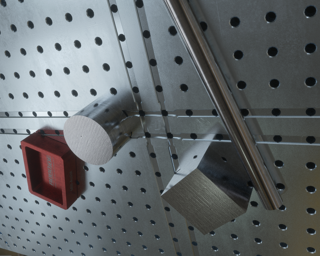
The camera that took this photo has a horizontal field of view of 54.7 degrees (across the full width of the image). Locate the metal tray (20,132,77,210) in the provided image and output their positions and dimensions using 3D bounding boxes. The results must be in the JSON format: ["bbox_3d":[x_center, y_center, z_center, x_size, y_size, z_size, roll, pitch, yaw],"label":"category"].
[{"bbox_3d":[-0.197,0.079,0.557,0.090,0.030,0.129,20,126,16],"label":"metal tray"}]

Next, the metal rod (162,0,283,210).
[{"bbox_3d":[0.074,-0.029,0.353,0.025,0.025,0.299,-18,109,35],"label":"metal rod"}]

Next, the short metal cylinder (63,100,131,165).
[{"bbox_3d":[-0.089,0.006,0.444,0.080,0.050,0.079,13,124,20],"label":"short metal cylinder"}]

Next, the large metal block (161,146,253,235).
[{"bbox_3d":[0.062,0.085,0.414,0.080,0.050,0.080,42,129,-2],"label":"large metal block"}]
